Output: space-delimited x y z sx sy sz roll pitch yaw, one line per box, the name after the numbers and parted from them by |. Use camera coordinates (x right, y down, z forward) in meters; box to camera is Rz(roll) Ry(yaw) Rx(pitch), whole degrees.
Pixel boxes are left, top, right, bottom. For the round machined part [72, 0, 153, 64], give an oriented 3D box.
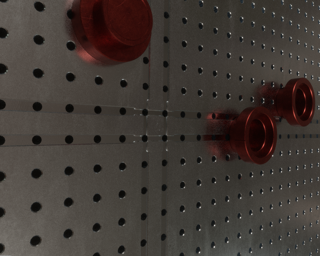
-0.047 -0.126 0.360 0.099 0.042 0.097 0 90 -40 | round machined part

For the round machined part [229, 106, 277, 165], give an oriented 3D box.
0.157 0.012 0.533 0.099 0.042 0.097 0 90 -40 | round machined part

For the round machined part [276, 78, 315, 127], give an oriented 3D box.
0.274 -0.052 0.632 0.099 0.042 0.097 0 90 -40 | round machined part
